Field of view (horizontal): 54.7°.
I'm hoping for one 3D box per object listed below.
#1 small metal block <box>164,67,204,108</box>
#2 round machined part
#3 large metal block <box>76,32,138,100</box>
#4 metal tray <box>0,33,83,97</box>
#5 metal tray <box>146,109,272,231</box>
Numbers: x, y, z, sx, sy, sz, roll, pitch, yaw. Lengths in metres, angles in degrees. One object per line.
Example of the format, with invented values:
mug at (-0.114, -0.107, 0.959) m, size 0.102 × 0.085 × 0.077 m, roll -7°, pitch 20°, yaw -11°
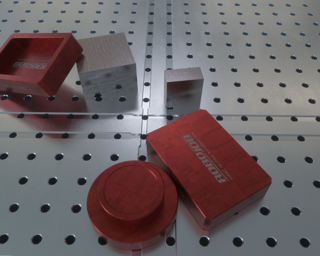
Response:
small metal block at (0.032, -0.057, 0.440) m, size 0.050 × 0.050 × 0.025 m, roll -6°, pitch 51°, yaw -5°
round machined part at (-0.029, 0.075, 0.334) m, size 0.099 × 0.042 × 0.098 m, roll 0°, pitch 50°, yaw 0°
large metal block at (-0.084, -0.096, 0.471) m, size 0.081 × 0.050 × 0.080 m, roll -13°, pitch 51°, yaw -11°
metal tray at (-0.186, -0.094, 0.446) m, size 0.130 × 0.030 × 0.090 m, roll 9°, pitch 62°, yaw 28°
metal tray at (0.053, 0.042, 0.369) m, size 0.091 × 0.030 × 0.130 m, roll -25°, pitch 54°, yaw -20°
